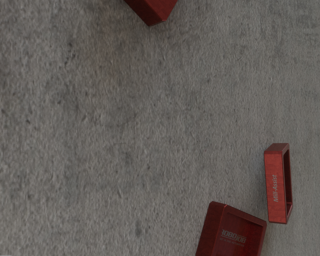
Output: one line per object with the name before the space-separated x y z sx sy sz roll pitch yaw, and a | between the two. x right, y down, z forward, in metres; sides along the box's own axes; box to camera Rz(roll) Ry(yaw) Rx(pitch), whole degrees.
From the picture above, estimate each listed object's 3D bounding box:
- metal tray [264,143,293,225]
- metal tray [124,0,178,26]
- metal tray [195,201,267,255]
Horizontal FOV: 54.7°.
metal tray | 0.220 0.098 0.570 0.091 0.030 0.129 -14 100 -59
metal tray | -0.005 -0.210 0.398 0.090 0.030 0.130 40 65 -33
metal tray | 0.121 0.181 0.506 0.131 0.030 0.090 30 72 -36
